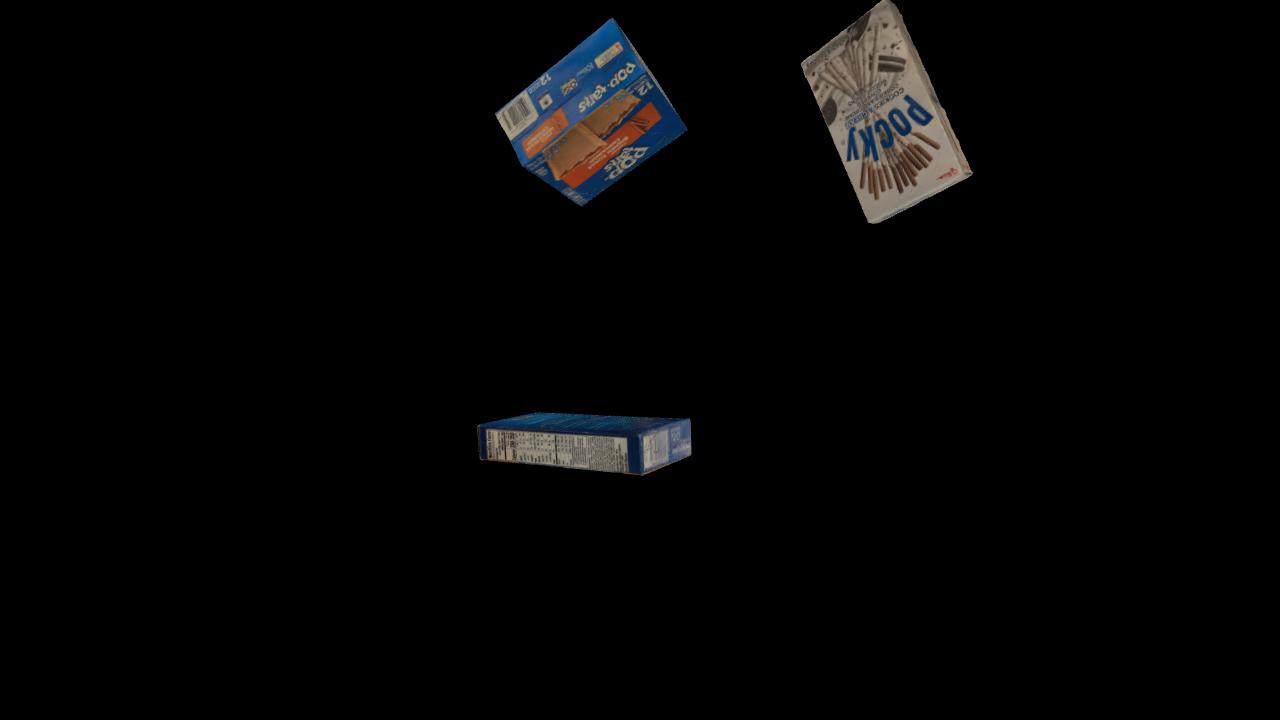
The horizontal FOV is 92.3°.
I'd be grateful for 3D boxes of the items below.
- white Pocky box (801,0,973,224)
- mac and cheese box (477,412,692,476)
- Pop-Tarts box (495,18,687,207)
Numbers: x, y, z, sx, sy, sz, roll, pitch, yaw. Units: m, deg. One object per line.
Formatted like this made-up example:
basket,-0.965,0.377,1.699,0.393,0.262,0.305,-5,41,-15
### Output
white Pocky box,0.199,-0.201,0.507,0.028,0.154,0.084,-17,-6,-46
mac and cheese box,-0.054,0.075,0.582,0.184,0.041,0.093,-1,4,31
Pop-Tarts box,-0.052,-0.276,0.715,0.167,0.083,0.141,-31,-16,16
